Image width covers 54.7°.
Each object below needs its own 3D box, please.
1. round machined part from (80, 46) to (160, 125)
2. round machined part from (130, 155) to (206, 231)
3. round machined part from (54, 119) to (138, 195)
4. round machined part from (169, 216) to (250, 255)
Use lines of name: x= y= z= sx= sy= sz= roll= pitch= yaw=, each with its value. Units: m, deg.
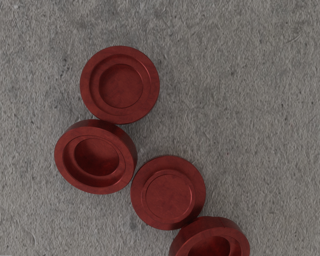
round machined part: x=-0.049 y=-0.053 z=0.401 sx=0.099 sy=0.042 sz=0.097 roll=0 pitch=90 yaw=0
round machined part: x=0.011 y=0.085 z=0.401 sx=0.099 sy=0.042 sz=0.097 roll=0 pitch=90 yaw=0
round machined part: x=-0.076 y=0.032 z=0.388 sx=0.099 sy=0.042 sz=0.097 roll=3 pitch=118 yaw=6
round machined part: x=0.058 y=0.151 z=0.390 sx=0.099 sy=0.042 sz=0.097 roll=-5 pitch=113 yaw=-12
